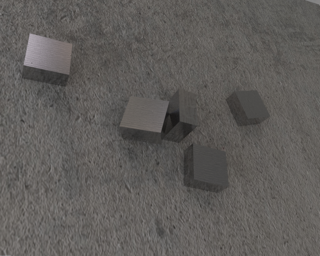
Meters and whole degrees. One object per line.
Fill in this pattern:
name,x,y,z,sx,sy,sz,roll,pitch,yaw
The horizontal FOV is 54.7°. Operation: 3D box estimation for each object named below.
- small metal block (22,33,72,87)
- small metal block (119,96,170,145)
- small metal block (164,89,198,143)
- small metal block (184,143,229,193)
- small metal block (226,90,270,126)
small metal block,-0.137,-0.083,0.380,0.050,0.025,0.050,9,58,-23
small metal block,-0.018,-0.010,0.387,0.050,0.025,0.050,9,54,9
small metal block,0.025,-0.015,0.410,0.025,0.050,0.050,14,56,-21
small metal block,0.059,0.053,0.403,0.050,0.025,0.050,15,56,-20
small metal block,0.142,-0.032,0.499,0.050,0.025,0.050,-6,65,-31
